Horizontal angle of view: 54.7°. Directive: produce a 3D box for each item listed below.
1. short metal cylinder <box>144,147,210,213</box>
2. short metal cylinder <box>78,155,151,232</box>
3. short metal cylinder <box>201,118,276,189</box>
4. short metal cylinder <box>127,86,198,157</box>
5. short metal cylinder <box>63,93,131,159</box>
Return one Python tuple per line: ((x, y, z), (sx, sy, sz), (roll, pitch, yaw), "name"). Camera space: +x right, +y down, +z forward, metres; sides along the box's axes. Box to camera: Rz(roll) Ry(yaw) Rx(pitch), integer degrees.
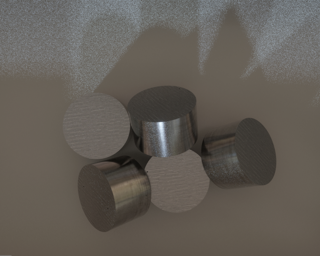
((0.020, 0.062, 0.398), (0.081, 0.050, 0.079), (0, 90, -1), "short metal cylinder")
((-0.057, 0.077, 0.375), (0.050, 0.080, 0.080), (-11, 90, -43), "short metal cylinder")
((0.097, 0.032, 0.378), (0.081, 0.050, 0.080), (14, 67, -37), "short metal cylinder")
((0.005, -0.010, 0.375), (0.081, 0.080, 0.050), (-8, 126, -1), "short metal cylinder")
((-0.076, -0.003, 0.395), (0.081, 0.050, 0.079), (0, 90, -1), "short metal cylinder")
